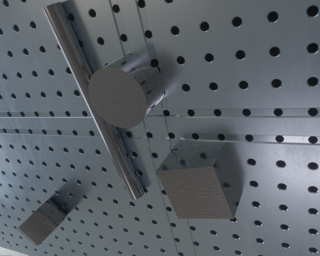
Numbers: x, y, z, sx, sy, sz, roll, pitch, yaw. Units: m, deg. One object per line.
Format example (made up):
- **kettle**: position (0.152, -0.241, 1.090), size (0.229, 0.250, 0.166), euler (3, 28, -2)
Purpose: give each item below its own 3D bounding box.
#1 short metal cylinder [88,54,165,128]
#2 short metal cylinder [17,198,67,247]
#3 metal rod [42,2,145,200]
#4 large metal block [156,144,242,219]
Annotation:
- **short metal cylinder**: position (-0.041, -0.046, 0.388), size (0.080, 0.050, 0.079), euler (13, 124, 21)
- **short metal cylinder**: position (-0.231, 0.186, 0.612), size (0.050, 0.080, 0.080), euler (46, 129, -4)
- **metal rod**: position (-0.086, -0.023, 0.441), size (0.025, 0.025, 0.298), euler (-7, 115, 31)
- **large metal block**: position (0.054, 0.073, 0.412), size (0.080, 0.050, 0.080), euler (-10, 113, 32)
